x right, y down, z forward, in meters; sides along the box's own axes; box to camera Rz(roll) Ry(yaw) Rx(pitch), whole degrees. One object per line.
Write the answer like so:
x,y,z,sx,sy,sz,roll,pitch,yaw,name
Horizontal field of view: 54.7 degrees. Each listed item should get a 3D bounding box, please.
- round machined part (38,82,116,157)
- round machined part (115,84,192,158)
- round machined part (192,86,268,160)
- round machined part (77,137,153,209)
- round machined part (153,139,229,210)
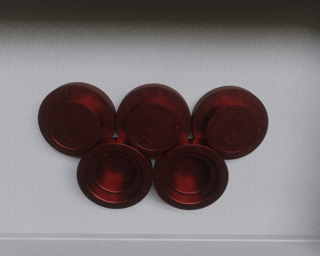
-0.107,-0.007,0.396,0.099,0.042,0.097,0,109,-1,round machined part
-0.009,-0.005,0.398,0.099,0.042,0.097,0,109,0,round machined part
0.091,-0.002,0.399,0.099,0.042,0.097,0,109,0,round machined part
-0.059,0.057,0.421,0.099,0.042,0.097,0,110,0,round machined part
0.040,0.059,0.422,0.099,0.042,0.097,0,110,0,round machined part
